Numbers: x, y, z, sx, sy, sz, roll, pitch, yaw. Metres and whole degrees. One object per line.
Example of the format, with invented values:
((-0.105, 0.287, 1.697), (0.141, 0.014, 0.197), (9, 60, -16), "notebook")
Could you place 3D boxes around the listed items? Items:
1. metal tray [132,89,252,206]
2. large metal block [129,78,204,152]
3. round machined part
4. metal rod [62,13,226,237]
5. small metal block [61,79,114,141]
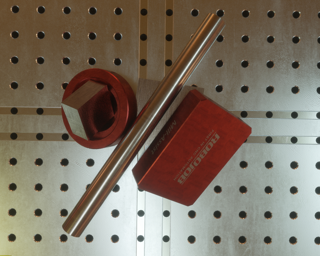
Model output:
((0.038, 0.029, 0.378), (0.090, 0.030, 0.129), (28, 105, -32), "metal tray")
((0.008, -0.015, 0.401), (0.081, 0.050, 0.080), (9, 90, -1), "large metal block")
((-0.072, -0.024, 0.391), (0.098, 0.042, 0.097), (1, 93, 25), "round machined part")
((-0.018, -0.004, 0.363), (0.025, 0.025, 0.299), (35, 90, -1), "metal rod")
((-0.085, -0.022, 0.372), (0.025, 0.050, 0.050), (22, 51, 25), "small metal block")
